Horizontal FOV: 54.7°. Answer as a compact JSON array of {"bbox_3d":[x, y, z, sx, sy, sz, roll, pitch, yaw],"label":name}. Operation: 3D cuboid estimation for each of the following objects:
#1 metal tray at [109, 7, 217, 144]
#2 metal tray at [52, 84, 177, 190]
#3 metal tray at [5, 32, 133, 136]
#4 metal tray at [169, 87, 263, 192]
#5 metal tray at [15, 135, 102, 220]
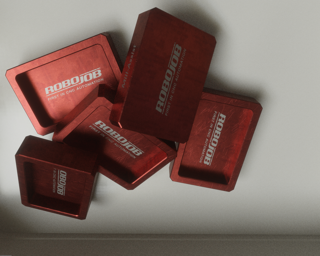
[{"bbox_3d":[0.005,-0.055,0.350,0.091,0.030,0.129,16,91,-30],"label":"metal tray"},{"bbox_3d":[-0.053,0.017,0.389,0.090,0.030,0.130,-40,121,20],"label":"metal tray"},{"bbox_3d":[-0.108,-0.054,0.385,0.131,0.030,0.090,-19,109,6],"label":"metal tray"},{"bbox_3d":[0.070,0.016,0.414,0.091,0.030,0.129,12,110,-5],"label":"metal tray"},{"bbox_3d":[-0.131,0.070,0.400,0.091,0.030,0.129,16,138,-6],"label":"metal tray"}]
